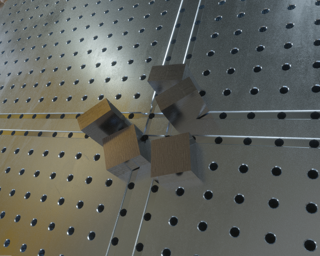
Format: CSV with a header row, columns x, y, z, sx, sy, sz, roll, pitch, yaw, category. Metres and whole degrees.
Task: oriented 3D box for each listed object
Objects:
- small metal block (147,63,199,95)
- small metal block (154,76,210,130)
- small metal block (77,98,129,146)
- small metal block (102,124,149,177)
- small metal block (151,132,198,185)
x,y,z,sx,sy,sz,roll,pitch,yaw,category
0.019,-0.060,0.420,0.050,0.050,0.025,2,63,29,small metal block
0.029,-0.030,0.396,0.050,0.050,0.025,-30,52,9,small metal block
-0.080,-0.007,0.440,0.050,0.050,0.025,-34,51,6,small metal block
-0.047,0.030,0.416,0.050,0.025,0.050,-25,53,13,small metal block
0.017,0.037,0.377,0.050,0.025,0.050,-13,56,21,small metal block
